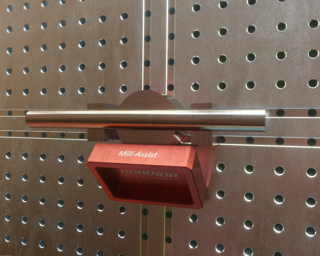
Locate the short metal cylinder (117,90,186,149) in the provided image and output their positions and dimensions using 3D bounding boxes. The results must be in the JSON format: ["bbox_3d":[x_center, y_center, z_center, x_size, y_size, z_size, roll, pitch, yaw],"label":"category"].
[{"bbox_3d":[-0.010,-0.007,0.402,0.080,0.050,0.080,0,90,20],"label":"short metal cylinder"}]

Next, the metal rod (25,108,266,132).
[{"bbox_3d":[-0.033,-0.010,0.371,0.301,0.025,0.025,1,90,20],"label":"metal rod"}]

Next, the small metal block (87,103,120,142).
[{"bbox_3d":[-0.075,-0.007,0.426,0.025,0.050,0.050,-1,90,20],"label":"small metal block"}]

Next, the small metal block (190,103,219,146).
[{"bbox_3d":[0.056,-0.004,0.380,0.025,0.050,0.050,-1,90,20],"label":"small metal block"}]

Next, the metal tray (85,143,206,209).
[{"bbox_3d":[-0.015,0.060,0.385,0.130,0.090,0.030,1,47,20],"label":"metal tray"}]
